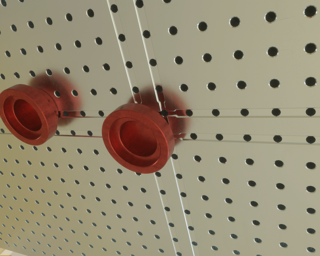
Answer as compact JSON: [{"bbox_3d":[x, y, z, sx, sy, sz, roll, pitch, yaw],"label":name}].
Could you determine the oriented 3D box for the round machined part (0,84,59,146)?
[{"bbox_3d":[-0.201,-0.024,0.489,0.098,0.042,0.097,13,124,20],"label":"round machined part"}]

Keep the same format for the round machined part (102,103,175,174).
[{"bbox_3d":[-0.025,0.010,0.418,0.098,0.042,0.097,13,124,20],"label":"round machined part"}]
